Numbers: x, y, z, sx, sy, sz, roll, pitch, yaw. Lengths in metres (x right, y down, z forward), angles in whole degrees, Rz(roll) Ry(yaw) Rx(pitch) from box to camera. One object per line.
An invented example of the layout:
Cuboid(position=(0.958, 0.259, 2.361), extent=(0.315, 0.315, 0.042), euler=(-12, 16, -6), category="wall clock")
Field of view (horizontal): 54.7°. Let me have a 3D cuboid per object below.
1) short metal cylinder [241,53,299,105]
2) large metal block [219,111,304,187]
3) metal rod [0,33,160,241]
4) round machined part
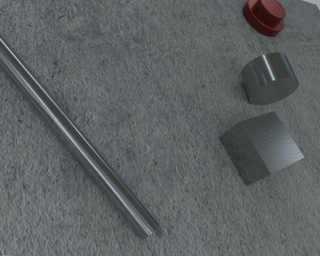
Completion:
Cuboid(position=(0.182, -0.080, 0.519), extent=(0.081, 0.080, 0.050), euler=(2, 61, -28), category="short metal cylinder")
Cuboid(position=(0.147, 0.029, 0.452), extent=(0.081, 0.050, 0.080), euler=(-15, 70, -34), category="large metal block")
Cuboid(position=(-0.108, -0.001, 0.346), extent=(0.300, 0.025, 0.025), euler=(49, 51, 6), category="metal rod")
Cuboid(position=(0.233, -0.250, 0.675), extent=(0.099, 0.042, 0.098), euler=(14, 56, -21), category="round machined part")
